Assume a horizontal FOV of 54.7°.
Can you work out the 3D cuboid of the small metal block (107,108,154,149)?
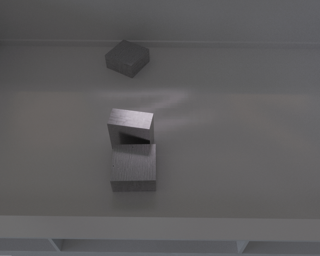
[{"bbox_3d":[-0.035,0.005,0.385,0.050,0.050,0.025,7,51,6],"label":"small metal block"}]

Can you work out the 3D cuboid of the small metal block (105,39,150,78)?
[{"bbox_3d":[-0.052,-0.112,0.499,0.050,0.025,0.050,25,54,19],"label":"small metal block"}]

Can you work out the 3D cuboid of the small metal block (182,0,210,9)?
[{"bbox_3d":[0.072,-0.270,0.635,0.050,0.025,0.050,-5,50,-4],"label":"small metal block"}]

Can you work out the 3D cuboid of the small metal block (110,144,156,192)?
[{"bbox_3d":[-0.030,0.047,0.365,0.050,0.025,0.050,-1,50,-1],"label":"small metal block"}]
